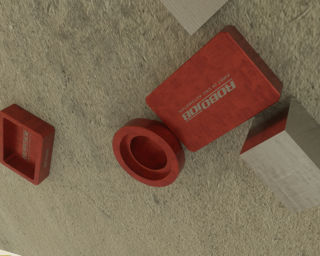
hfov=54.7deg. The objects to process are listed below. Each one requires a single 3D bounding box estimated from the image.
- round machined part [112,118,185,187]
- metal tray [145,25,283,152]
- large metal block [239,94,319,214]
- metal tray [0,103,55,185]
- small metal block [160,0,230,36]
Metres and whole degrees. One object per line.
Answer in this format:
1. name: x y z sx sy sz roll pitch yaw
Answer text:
1. round machined part: -0.011 0.028 0.414 0.098 0.042 0.097 17 130 22
2. metal tray: 0.056 -0.038 0.350 0.090 0.030 0.129 48 128 -6
3. large metal block: 0.135 0.024 0.315 0.080 0.080 0.050 47 129 -5
4. metal tray: -0.236 0.032 0.544 0.090 0.030 0.129 29 128 9
5. small metal block: 0.036 -0.130 0.307 0.050 0.025 0.050 48 129 -6
